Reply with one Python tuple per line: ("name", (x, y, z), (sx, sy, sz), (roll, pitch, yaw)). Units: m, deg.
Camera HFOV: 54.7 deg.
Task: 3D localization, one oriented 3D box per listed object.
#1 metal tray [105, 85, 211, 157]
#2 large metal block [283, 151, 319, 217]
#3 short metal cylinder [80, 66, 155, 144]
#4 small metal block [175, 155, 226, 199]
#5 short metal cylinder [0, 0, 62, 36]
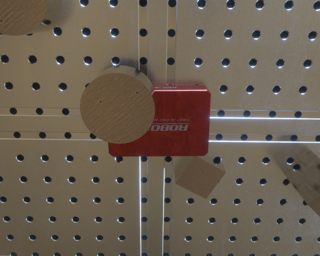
("metal tray", (-0.002, -0.009, 0.407), (0.131, 0.030, 0.089), (0, 110, 0))
("large metal block", (0.226, 0.089, 0.419), (0.050, 0.080, 0.080), (-43, 105, 14))
("short metal cylinder", (-0.046, -0.028, 0.357), (0.081, 0.050, 0.079), (0, 110, 0))
("small metal block", (0.056, 0.064, 0.438), (0.050, 0.025, 0.050), (29, 107, -10))
("short metal cylinder", (-0.157, -0.146, 0.345), (0.081, 0.050, 0.079), (0, 110, 0))
